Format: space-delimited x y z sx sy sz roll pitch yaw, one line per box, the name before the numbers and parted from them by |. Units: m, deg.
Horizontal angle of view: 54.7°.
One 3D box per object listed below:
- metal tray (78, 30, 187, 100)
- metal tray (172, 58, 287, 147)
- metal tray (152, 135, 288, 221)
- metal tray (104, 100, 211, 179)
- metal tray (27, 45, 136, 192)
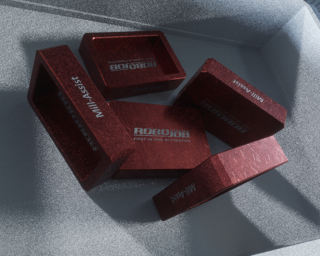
metal tray | -0.036 -0.092 0.438 0.131 0.030 0.090 -14 69 -34
metal tray | 0.094 -0.027 0.430 0.130 0.090 0.030 33 52 -7
metal tray | 0.059 0.057 0.333 0.091 0.129 0.030 -13 69 -34
metal tray | -0.002 0.016 0.389 0.131 0.030 0.090 3 60 -27
metal tray | -0.087 -0.008 0.320 0.030 0.090 0.130 -27 77 -38
